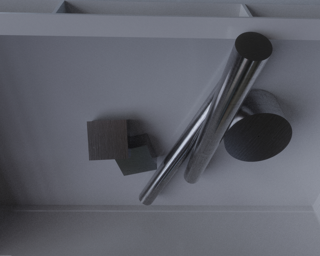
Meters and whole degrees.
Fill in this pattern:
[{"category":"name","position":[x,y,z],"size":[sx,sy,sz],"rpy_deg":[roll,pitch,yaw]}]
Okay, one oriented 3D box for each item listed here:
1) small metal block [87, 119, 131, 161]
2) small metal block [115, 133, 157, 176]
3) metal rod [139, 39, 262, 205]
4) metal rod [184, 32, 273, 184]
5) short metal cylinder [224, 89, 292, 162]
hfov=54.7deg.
[{"category":"small metal block","position":[-0.066,0.015,0.404],"size":[0.050,0.025,0.050],"rpy_deg":[-3,92,2]},{"category":"small metal block","position":[-0.035,0.039,0.442],"size":[0.050,0.025,0.050],"rpy_deg":[-12,129,10]},{"category":"metal rod","position":[0.042,0.013,0.420],"size":[0.025,0.025,0.298],"rpy_deg":[20,127,-17]},{"category":"metal rod","position":[0.056,0.010,0.340],"size":[0.025,0.025,0.299],"rpy_deg":[2,155,-2]},{"category":"short metal cylinder","position":[0.118,-0.003,0.392],"size":[0.081,0.050,0.079],"rpy_deg":[0,130,0]}]
